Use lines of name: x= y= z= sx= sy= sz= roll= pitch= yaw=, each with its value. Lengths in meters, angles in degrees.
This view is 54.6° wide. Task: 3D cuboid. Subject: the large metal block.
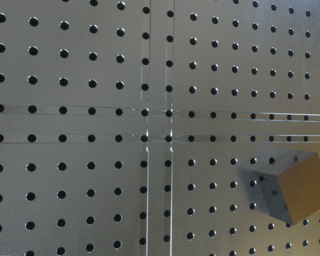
large metal block: x=0.204 y=0.088 z=0.474 sx=0.081 sy=0.050 sz=0.080 roll=-24 pitch=98 yaw=-18
